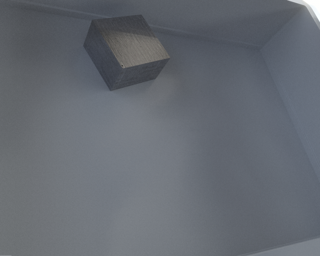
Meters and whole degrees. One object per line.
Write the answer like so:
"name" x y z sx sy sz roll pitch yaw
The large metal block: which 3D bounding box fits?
"large metal block" -0.047 -0.106 0.431 0.081 0.050 0.080 -22 74 -36
